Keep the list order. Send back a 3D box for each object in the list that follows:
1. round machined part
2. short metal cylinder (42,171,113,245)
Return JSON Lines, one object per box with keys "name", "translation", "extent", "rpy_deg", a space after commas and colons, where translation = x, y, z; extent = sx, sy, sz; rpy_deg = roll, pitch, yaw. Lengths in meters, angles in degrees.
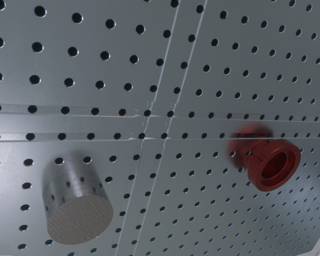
{"name": "round machined part", "translation": [0.193, 0.060, 0.543], "extent": [0.099, 0.042, 0.097], "rpy_deg": [-14, 124, -21]}
{"name": "short metal cylinder", "translation": [-0.107, 0.102, 0.400], "extent": [0.081, 0.050, 0.079], "rpy_deg": [-14, 124, -21]}
